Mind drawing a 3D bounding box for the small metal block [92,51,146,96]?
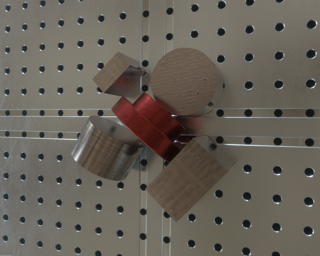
[{"bbox_3d":[-0.054,-0.071,0.417,0.050,0.050,0.025,-44,77,14],"label":"small metal block"}]

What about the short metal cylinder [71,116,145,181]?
[{"bbox_3d":[-0.067,0.025,0.405,0.080,0.080,0.050,33,101,16],"label":"short metal cylinder"}]

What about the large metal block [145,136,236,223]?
[{"bbox_3d":[0.040,0.056,0.369,0.050,0.080,0.080,45,104,14],"label":"large metal block"}]

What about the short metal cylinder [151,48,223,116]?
[{"bbox_3d":[0.035,-0.054,0.386,0.080,0.050,0.079,0,90,19],"label":"short metal cylinder"}]

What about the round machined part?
[{"bbox_3d":[-0.008,-0.006,0.376,0.098,0.098,0.042,43,91,14],"label":"round machined part"}]
